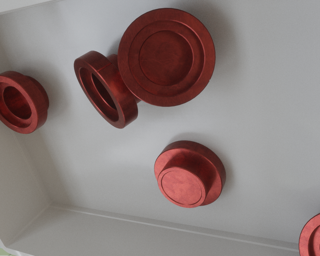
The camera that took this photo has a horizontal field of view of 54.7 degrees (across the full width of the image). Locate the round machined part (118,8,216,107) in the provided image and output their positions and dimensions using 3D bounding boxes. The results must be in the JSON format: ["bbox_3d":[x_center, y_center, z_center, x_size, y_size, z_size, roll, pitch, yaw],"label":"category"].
[{"bbox_3d":[0.006,-0.075,0.330,0.099,0.042,0.097,-1,107,-3],"label":"round machined part"}]

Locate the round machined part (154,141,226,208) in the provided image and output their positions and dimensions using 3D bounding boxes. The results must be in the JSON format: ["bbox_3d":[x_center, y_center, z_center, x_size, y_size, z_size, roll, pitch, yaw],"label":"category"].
[{"bbox_3d":[0.036,0.069,0.421,0.098,0.042,0.097,13,124,20],"label":"round machined part"}]

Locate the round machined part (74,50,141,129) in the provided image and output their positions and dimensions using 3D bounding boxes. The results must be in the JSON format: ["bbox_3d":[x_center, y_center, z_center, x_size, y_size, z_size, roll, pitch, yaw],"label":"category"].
[{"bbox_3d":[-0.058,-0.051,0.378,0.098,0.042,0.098,42,155,25],"label":"round machined part"}]

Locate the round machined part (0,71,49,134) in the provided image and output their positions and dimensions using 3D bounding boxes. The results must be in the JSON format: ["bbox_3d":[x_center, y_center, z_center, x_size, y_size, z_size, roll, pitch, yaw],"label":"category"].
[{"bbox_3d":[-0.214,-0.043,0.481,0.098,0.042,0.097,13,124,20],"label":"round machined part"}]

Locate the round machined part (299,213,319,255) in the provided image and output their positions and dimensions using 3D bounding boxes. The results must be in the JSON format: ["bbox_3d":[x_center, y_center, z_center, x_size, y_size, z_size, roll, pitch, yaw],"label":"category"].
[{"bbox_3d":[0.216,0.140,0.352,0.098,0.042,0.097,-2,86,41],"label":"round machined part"}]
